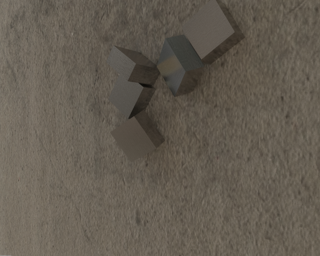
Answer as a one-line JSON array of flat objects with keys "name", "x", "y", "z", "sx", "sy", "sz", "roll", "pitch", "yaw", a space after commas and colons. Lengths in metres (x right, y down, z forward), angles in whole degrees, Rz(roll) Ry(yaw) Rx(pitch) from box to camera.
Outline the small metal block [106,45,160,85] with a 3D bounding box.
[{"name": "small metal block", "x": -0.035, "y": -0.083, "z": 0.415, "sx": 0.050, "sy": 0.050, "sz": 0.025, "roll": 43, "pitch": 116, "yaw": 31}]

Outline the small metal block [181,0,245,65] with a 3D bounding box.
[{"name": "small metal block", "x": 0.060, "y": -0.110, "z": 0.354, "sx": 0.050, "sy": 0.025, "sz": 0.050, "roll": -36, "pitch": 68, "yaw": 33}]

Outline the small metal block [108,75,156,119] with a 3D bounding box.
[{"name": "small metal block", "x": -0.040, "y": -0.047, "z": 0.436, "sx": 0.050, "sy": 0.025, "sz": 0.050, "roll": 42, "pitch": 115, "yaw": 31}]

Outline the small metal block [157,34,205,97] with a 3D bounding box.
[{"name": "small metal block", "x": 0.023, "y": -0.074, "z": 0.370, "sx": 0.050, "sy": 0.025, "sz": 0.050, "roll": 62, "pitch": 156, "yaw": 21}]

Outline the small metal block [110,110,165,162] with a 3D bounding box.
[{"name": "small metal block", "x": -0.030, "y": 0.011, "z": 0.416, "sx": 0.050, "sy": 0.025, "sz": 0.050, "roll": -31, "pitch": 95, "yaw": 35}]
